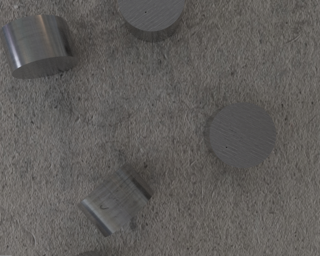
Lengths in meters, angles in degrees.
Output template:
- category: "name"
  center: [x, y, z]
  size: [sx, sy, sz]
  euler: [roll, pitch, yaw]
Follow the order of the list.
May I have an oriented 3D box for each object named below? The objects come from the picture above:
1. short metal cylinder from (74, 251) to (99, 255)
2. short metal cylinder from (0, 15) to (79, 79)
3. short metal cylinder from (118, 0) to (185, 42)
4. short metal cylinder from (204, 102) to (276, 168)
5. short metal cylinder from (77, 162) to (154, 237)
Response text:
- category: "short metal cylinder"
  center: [-0.105, 0.196, 0.382]
  size: [0.080, 0.080, 0.050]
  euler: [-20, 90, 0]
- category: "short metal cylinder"
  center: [-0.147, -0.097, 0.381]
  size: [0.080, 0.080, 0.050]
  euler: [-17, 90, 0]
- category: "short metal cylinder"
  center: [-0.010, -0.156, 0.397]
  size: [0.081, 0.050, 0.080]
  euler: [0, 90, 0]
- category: "short metal cylinder"
  center: [0.100, 0.008, 0.398]
  size: [0.081, 0.050, 0.080]
  euler: [0, 90, 0]
- category: "short metal cylinder"
  center: [-0.054, 0.086, 0.382]
  size: [0.080, 0.080, 0.050]
  euler: [-41, 90, 0]
